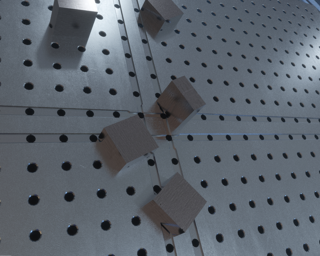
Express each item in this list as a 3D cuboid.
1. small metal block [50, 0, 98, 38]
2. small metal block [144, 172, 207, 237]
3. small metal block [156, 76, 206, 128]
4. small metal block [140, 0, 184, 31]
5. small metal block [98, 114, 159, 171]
[{"bbox_3d":[-0.118,-0.152,0.422,0.050,0.050,0.025,-5,64,-31],"label":"small metal block"},{"bbox_3d":[0.019,0.089,0.365,0.050,0.025,0.050,45,51,3],"label":"small metal block"},{"bbox_3d":[0.028,-0.036,0.431,0.025,0.050,0.050,-27,77,-37],"label":"small metal block"},{"bbox_3d":[0.004,-0.201,0.535,0.050,0.025,0.050,50,51,6],"label":"small metal block"},{"bbox_3d":[-0.038,0.017,0.378,0.050,0.025,0.050,-25,75,-37],"label":"small metal block"}]
